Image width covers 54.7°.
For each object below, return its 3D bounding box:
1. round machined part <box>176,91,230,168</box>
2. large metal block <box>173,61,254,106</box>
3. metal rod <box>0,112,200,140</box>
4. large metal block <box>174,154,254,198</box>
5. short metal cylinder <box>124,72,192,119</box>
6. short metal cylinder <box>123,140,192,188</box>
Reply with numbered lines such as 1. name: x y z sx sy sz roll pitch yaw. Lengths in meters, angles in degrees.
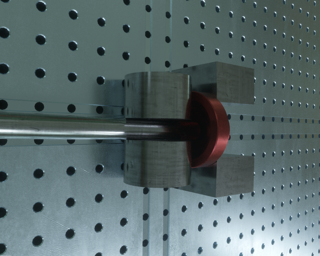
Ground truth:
1. round machined part: 0.051 0.002 0.404 0.042 0.098 0.097 1 90 -40
2. large metal block: 0.075 -0.058 0.437 0.081 0.080 0.050 0 91 -40
3. metal rod: -0.076 0.000 0.330 0.302 0.025 0.025 2 89 -36
4. large metal block: 0.074 0.062 0.437 0.081 0.080 0.050 3 88 -40
5. short metal cylinder: -0.002 -0.036 0.371 0.081 0.080 0.050 1 90 -40
6. short metal cylinder: -0.003 0.039 0.370 0.081 0.080 0.050 2 90 -40
